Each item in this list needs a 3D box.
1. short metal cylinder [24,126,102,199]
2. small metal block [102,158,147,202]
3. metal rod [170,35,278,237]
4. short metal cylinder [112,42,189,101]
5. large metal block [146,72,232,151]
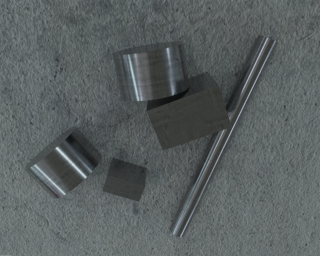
[{"bbox_3d":[-0.122,0.043,0.395,0.080,0.080,0.050,-35,107,12],"label":"short metal cylinder"},{"bbox_3d":[-0.047,0.069,0.422,0.050,0.050,0.025,18,109,-7],"label":"small metal block"},{"bbox_3d":[0.078,0.024,0.419,0.025,0.025,0.298,19,109,-7],"label":"metal rod"},{"bbox_3d":[-0.010,-0.067,0.356,0.080,0.080,0.050,-9,110,3],"label":"short metal cylinder"},{"bbox_3d":[0.032,-0.023,0.372,0.080,0.080,0.050,-20,109,7],"label":"large metal block"}]
